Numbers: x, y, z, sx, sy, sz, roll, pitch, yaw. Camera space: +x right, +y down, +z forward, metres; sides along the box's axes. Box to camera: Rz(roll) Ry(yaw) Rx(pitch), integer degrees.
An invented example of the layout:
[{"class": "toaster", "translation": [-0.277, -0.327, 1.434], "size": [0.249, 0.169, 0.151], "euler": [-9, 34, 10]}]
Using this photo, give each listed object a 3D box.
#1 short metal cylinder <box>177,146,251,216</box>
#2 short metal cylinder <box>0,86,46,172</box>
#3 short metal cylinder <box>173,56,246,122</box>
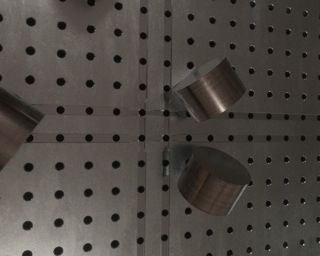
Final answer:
[{"class": "short metal cylinder", "translation": [0.070, 0.067, 0.403], "size": [0.081, 0.080, 0.050], "euler": [15, 115, -20]}, {"class": "short metal cylinder", "translation": [-0.166, 0.003, 0.322], "size": [0.050, 0.080, 0.080], "euler": [38, 78, -17]}, {"class": "short metal cylinder", "translation": [0.065, -0.051, 0.408], "size": [0.080, 0.080, 0.050], "euler": [-40, 103, -16]}]
